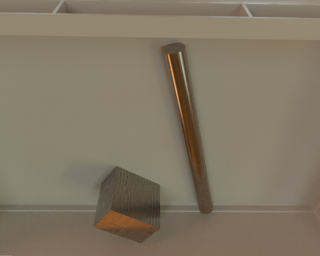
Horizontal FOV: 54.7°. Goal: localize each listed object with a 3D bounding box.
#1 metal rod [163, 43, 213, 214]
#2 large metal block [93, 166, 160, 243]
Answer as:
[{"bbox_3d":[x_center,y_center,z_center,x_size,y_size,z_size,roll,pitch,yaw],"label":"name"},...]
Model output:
[{"bbox_3d":[0.047,0.025,0.430,0.025,0.025,0.298,-10,130,7],"label":"metal rod"},{"bbox_3d":[-0.047,0.117,0.472,0.080,0.080,0.050,28,125,-22],"label":"large metal block"}]
